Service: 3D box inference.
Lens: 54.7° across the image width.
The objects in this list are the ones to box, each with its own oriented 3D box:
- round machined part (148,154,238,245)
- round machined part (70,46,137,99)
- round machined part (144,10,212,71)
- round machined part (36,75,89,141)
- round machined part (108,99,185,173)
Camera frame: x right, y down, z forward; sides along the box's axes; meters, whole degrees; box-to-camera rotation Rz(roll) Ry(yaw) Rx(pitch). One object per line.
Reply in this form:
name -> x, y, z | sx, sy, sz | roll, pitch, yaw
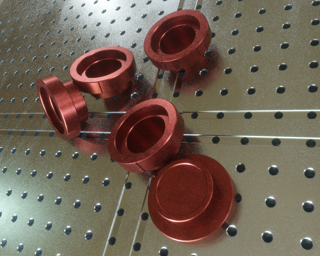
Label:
round machined part -> 0.030, 0.072, 0.336 | 0.098, 0.042, 0.098 | -13, 56, 20
round machined part -> -0.084, -0.082, 0.477 | 0.099, 0.042, 0.098 | -7, 43, 7
round machined part -> 0.029, -0.123, 0.457 | 0.098, 0.042, 0.098 | -13, 56, 20
round machined part -> -0.142, -0.033, 0.464 | 0.042, 0.097, 0.098 | -27, 45, -29
round machined part -> -0.013, 0.014, 0.387 | 0.098, 0.042, 0.098 | -21, 44, 21
